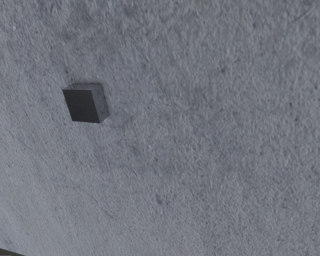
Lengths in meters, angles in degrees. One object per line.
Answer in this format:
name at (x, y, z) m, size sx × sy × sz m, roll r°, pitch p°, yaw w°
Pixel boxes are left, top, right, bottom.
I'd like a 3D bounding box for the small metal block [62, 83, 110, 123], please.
small metal block at (-0.104, -0.036, 0.441) m, size 0.050 × 0.025 × 0.050 m, roll 4°, pitch 121°, yaw 26°
